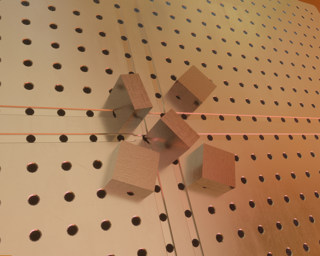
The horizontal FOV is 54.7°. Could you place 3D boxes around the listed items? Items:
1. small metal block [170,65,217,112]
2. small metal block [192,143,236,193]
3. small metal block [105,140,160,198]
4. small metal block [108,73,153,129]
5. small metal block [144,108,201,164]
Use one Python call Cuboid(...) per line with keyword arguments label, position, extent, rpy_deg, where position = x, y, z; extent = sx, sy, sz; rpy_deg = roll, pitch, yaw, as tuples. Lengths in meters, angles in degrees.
Cuboid(label="small metal block", position=(0.052, -0.062, 0.476), extent=(0.050, 0.025, 0.050), rpy_deg=(43, 51, 1))
Cuboid(label="small metal block", position=(0.073, 0.054, 0.416), extent=(0.050, 0.025, 0.050), rpy_deg=(20, 54, -17))
Cuboid(label="small metal block", position=(-0.031, 0.048, 0.363), extent=(0.050, 0.025, 0.050), rpy_deg=(21, 54, -17))
Cuboid(label="small metal block", position=(-0.039, -0.033, 0.393), extent=(0.025, 0.050, 0.050), rpy_deg=(-11, 67, -33))
Cuboid(label="small metal block", position=(0.015, 0.011, 0.395), extent=(0.050, 0.050, 0.025), rpy_deg=(45, 51, 2))
